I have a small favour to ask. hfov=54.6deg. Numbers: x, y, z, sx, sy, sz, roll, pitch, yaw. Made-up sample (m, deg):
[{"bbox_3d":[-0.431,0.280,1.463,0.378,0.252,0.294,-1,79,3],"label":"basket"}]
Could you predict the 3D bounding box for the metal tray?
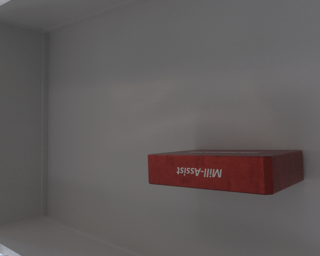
[{"bbox_3d":[0.063,0.039,0.312,0.130,0.091,0.030,-3,88,40],"label":"metal tray"}]
